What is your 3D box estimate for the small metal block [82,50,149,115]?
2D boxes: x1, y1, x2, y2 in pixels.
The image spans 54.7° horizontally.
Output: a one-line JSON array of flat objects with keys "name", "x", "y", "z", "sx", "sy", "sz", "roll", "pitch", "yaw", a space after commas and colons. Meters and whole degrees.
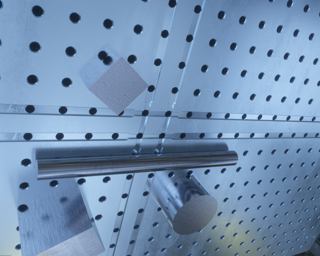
[{"name": "small metal block", "x": -0.050, "y": -0.051, "z": 0.353, "sx": 0.050, "sy": 0.025, "sz": 0.050, "roll": -44, "pitch": 130, "yaw": 2}]

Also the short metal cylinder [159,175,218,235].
[{"name": "short metal cylinder", "x": 0.045, "y": 0.124, "z": 0.498, "sx": 0.081, "sy": 0.050, "sz": 0.079, "roll": -14, "pitch": 124, "yaw": -21}]

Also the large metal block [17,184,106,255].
[{"name": "large metal block", "x": -0.125, "y": 0.129, "z": 0.388, "sx": 0.081, "sy": 0.080, "sz": 0.050, "roll": -24, "pitch": 127, "yaw": -14}]

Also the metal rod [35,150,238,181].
[{"name": "metal rod", "x": -0.012, "y": 0.049, "z": 0.436, "sx": 0.303, "sy": 0.025, "sz": 0.025, "roll": 0, "pitch": 119, "yaw": -29}]
